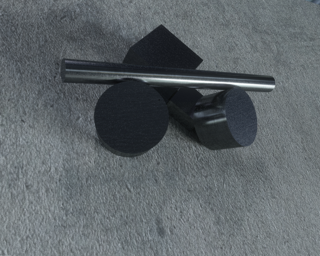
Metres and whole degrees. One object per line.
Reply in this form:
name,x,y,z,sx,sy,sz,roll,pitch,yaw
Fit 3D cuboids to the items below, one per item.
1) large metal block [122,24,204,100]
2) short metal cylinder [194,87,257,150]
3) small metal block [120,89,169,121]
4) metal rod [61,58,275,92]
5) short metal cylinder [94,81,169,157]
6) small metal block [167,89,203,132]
large metal block,0.002,-0.089,0.442,0.080,0.050,0.080,41,51,-1
short metal cylinder,0.091,-0.011,0.427,0.081,0.050,0.080,13,72,-44
small metal block,-0.025,-0.033,0.412,0.050,0.025,0.050,40,50,-1
metal rod,0.032,-0.063,0.394,0.303,0.025,0.025,-1,63,-29
short metal cylinder,-0.034,-0.008,0.357,0.081,0.050,0.080,2,79,-10
small metal block,0.040,-0.031,0.445,0.050,0.025,0.050,40,51,-1
